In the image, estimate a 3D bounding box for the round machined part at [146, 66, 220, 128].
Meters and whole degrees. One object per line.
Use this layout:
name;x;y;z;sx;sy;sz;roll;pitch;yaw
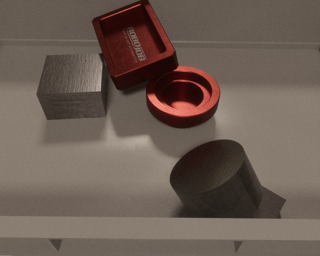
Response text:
round machined part;0.030;-0.038;0.426;0.099;0.042;0.098;0;50;0

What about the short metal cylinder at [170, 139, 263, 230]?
short metal cylinder;0.057;0.056;0.318;0.080;0.050;0.080;-25;24;12

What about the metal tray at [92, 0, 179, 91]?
metal tray;-0.038;-0.122;0.443;0.090;0.030;0.130;-22;57;-1

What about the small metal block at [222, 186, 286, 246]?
small metal block;0.098;0.087;0.333;0.050;0.025;0.050;30;56;22

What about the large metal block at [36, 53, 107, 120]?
large metal block;-0.119;-0.059;0.437;0.081;0.050;0.080;-3;50;-3
